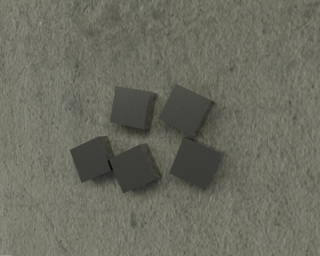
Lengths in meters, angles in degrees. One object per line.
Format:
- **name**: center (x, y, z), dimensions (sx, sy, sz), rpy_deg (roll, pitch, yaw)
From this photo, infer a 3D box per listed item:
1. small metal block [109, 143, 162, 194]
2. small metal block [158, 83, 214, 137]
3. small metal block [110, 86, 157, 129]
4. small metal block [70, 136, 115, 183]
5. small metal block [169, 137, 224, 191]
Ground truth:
- **small metal block**: center (-0.033, 0.054, 0.420), dimensions (0.050, 0.025, 0.050), rpy_deg (-26, 82, 17)
- **small metal block**: center (0.034, -0.023, 0.396), dimensions (0.050, 0.025, 0.050), rpy_deg (28, 99, 17)
- **small metal block**: center (-0.036, -0.027, 0.421), dimensions (0.050, 0.025, 0.050), rpy_deg (11, 94, 19)
- **small metal block**: center (-0.093, 0.044, 0.440), dimensions (0.050, 0.025, 0.050), rpy_deg (-24, 82, 18)
- **small metal block**: center (0.047, 0.044, 0.392), dimensions (0.050, 0.025, 0.050), rpy_deg (23, 97, 18)
